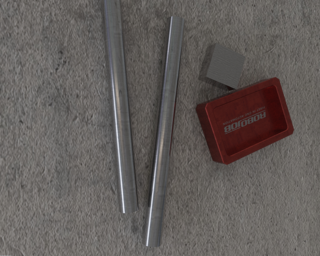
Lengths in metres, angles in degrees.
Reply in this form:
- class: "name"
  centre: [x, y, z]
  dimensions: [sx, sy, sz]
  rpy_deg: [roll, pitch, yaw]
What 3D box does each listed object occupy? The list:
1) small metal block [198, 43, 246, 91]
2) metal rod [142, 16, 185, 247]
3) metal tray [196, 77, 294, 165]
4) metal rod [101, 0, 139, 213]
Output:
- class: "small metal block"
  centre: [0.088, -0.086, 0.441]
  dimensions: [0.050, 0.025, 0.050]
  rpy_deg: [19, 84, -19]
- class: "metal rod"
  centre: [0.005, 0.003, 0.410]
  dimensions: [0.025, 0.025, 0.298]
  rpy_deg: [7, 88, -20]
- class: "metal tray"
  centre: [0.126, -0.012, 0.452]
  dimensions: [0.131, 0.030, 0.090]
  rpy_deg: [-21, 97, -19]
- class: "metal rod"
  centre: [-0.052, -0.044, 0.389]
  dimensions: [0.025, 0.025, 0.298]
  rpy_deg: [-5, 92, -20]
